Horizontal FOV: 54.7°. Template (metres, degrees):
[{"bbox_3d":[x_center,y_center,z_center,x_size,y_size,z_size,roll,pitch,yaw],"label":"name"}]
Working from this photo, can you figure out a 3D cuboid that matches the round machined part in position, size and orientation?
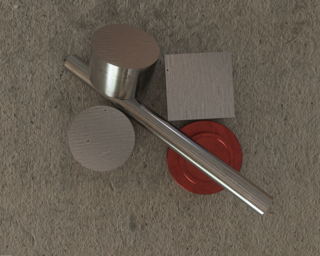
[{"bbox_3d":[0.058,0.038,0.402,0.099,0.042,0.097,0,90,0],"label":"round machined part"}]

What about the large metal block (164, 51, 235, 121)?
[{"bbox_3d":[0.048,-0.051,0.397,0.081,0.050,0.080,-3,90,0],"label":"large metal block"}]

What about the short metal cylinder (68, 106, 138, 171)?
[{"bbox_3d":[-0.071,0.012,0.399,0.081,0.050,0.080,0,90,0],"label":"short metal cylinder"}]

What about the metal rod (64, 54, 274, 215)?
[{"bbox_3d":[0.001,0.000,0.377,0.300,0.025,0.025,36,90,13],"label":"metal rod"}]

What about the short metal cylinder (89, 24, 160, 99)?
[{"bbox_3d":[-0.045,-0.082,0.379,0.081,0.050,0.080,9,51,-11],"label":"short metal cylinder"}]
